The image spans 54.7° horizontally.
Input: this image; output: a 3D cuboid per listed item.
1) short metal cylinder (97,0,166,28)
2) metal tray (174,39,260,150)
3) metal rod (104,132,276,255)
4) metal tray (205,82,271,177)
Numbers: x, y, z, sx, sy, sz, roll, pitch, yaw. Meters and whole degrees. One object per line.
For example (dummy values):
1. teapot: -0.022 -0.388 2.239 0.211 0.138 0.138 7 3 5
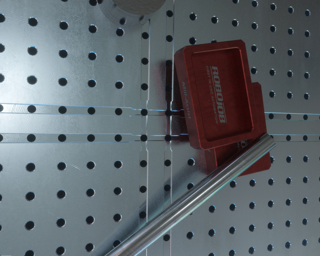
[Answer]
1. short metal cylinder: -0.035 -0.172 0.386 0.081 0.050 0.079 0 90 -20
2. metal tray: 0.075 -0.044 0.405 0.091 0.030 0.129 -12 94 -20
3. metal rod: 0.028 0.104 0.401 0.301 0.025 0.025 -36 102 -8
4. metal tray: 0.108 0.003 0.450 0.091 0.030 0.129 -9 93 -20
